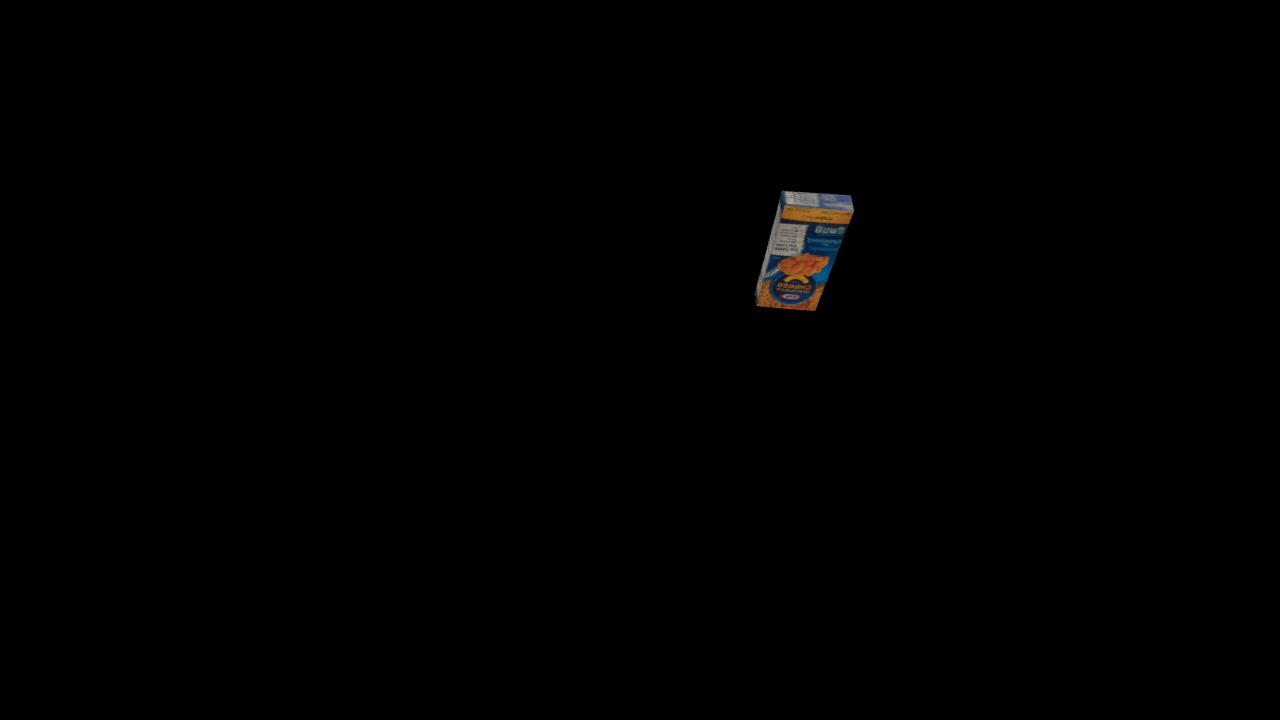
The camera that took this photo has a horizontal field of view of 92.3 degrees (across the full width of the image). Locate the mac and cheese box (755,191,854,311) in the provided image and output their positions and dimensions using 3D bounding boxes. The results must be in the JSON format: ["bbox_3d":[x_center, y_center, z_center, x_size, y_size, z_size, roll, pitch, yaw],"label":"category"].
[{"bbox_3d":[0.224,-0.147,0.860,0.093,0.041,0.184,3,-40,0],"label":"mac and cheese box"}]
